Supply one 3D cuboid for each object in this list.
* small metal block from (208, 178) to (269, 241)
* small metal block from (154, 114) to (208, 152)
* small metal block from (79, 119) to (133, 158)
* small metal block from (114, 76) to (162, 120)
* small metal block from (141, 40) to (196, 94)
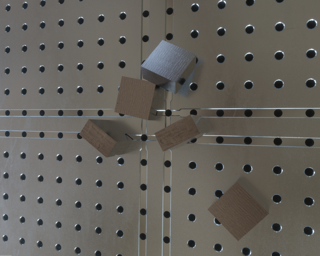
[{"bbox_3d":[0.096,0.099,0.379,0.050,0.025,0.050,45,104,14],"label":"small metal block"},{"bbox_3d":[0.028,0.006,0.389,0.050,0.050,0.025,-28,81,17],"label":"small metal block"},{"bbox_3d":[-0.072,0.013,0.424,0.050,0.050,0.025,37,102,16],"label":"small metal block"},{"bbox_3d":[-0.029,-0.040,0.422,0.050,0.025,0.050,14,95,19],"label":"small metal block"},{"bbox_3d":[0.012,-0.078,0.396,0.050,0.025,0.050,28,67,17],"label":"small metal block"}]
